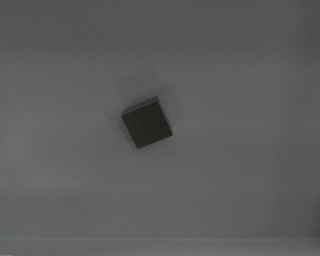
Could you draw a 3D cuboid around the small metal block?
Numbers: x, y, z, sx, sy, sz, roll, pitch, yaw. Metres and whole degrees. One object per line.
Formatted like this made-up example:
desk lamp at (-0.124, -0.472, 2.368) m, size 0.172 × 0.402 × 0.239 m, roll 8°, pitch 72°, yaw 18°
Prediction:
small metal block at (-0.016, -0.007, 0.405) m, size 0.050 × 0.025 × 0.050 m, roll -22°, pitch 109°, yaw 7°
